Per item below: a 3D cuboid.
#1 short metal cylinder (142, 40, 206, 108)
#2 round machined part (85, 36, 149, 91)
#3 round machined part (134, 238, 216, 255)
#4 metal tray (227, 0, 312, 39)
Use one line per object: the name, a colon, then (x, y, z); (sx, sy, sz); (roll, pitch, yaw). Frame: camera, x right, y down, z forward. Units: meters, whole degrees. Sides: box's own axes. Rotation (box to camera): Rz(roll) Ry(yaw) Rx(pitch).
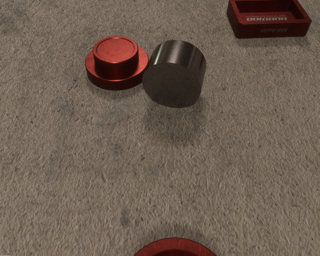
short metal cylinder: (0.021, -0.074, 0.430); (0.080, 0.080, 0.050); (10, 51, 8)
round machined part: (-0.067, -0.106, 0.481); (0.099, 0.042, 0.098); (0, 50, 0)
round machined part: (0.013, 0.150, 0.266); (0.099, 0.042, 0.098); (0, 50, 0)
metal tray: (0.199, -0.207, 0.576); (0.131, 0.030, 0.090); (-3, 50, -3)
